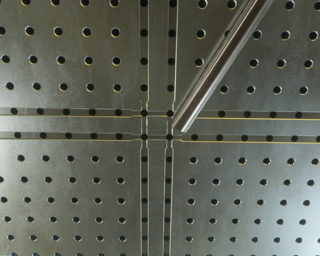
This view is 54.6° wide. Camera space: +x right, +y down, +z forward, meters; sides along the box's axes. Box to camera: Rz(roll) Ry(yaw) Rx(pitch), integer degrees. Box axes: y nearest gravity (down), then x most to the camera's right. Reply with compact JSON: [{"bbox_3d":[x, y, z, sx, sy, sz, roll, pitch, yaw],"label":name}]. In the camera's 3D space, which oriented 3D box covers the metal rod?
[{"bbox_3d":[0.101,-0.122,0.369,0.025,0.025,0.299,29,107,-10],"label":"metal rod"}]
